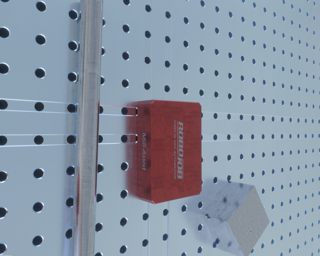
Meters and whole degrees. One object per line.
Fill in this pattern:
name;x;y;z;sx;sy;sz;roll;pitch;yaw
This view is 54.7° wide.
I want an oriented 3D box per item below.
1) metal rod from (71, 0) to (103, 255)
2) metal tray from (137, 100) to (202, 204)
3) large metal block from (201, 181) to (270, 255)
metal rod;-0.080;0.006;0.341;0.025;0.025;0.298;3;88;-40
metal tray;0.015;0.029;0.418;0.091;0.030;0.129;-1;91;-40
large metal block;0.123;0.145;0.497;0.080;0.050;0.080;-41;115;-32
